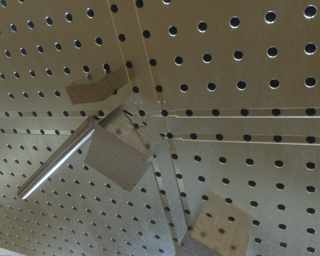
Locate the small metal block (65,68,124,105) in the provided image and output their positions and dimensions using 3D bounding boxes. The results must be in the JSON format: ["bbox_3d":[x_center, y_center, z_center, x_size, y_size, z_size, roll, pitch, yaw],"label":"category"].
[{"bbox_3d":[-0.085,-0.054,0.404,0.050,0.050,0.025,-3,117,29],"label":"small metal block"}]

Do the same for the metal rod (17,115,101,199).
[{"bbox_3d":[-0.188,0.063,0.546,0.025,0.025,0.299,48,128,-6],"label":"metal rod"}]

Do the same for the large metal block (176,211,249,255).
[{"bbox_3d":[0.076,0.187,0.470,0.080,0.050,0.079,29,128,9],"label":"large metal block"}]

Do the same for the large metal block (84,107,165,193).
[{"bbox_3d":[-0.052,0.031,0.440,0.080,0.050,0.079,32,128,6],"label":"large metal block"}]
